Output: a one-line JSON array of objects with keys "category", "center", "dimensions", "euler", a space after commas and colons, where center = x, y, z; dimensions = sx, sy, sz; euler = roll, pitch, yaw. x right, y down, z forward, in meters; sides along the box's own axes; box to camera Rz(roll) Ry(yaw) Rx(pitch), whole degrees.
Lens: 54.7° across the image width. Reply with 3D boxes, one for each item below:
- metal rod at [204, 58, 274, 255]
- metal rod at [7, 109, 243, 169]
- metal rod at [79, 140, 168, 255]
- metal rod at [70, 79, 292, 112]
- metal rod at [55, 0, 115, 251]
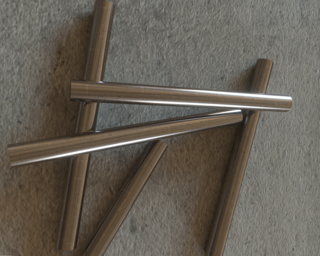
[{"category": "metal rod", "center": [0.117, 0.042, 0.453], "dimensions": [0.025, 0.025, 0.299], "euler": [19, 84, -20]}, {"category": "metal rod", "center": [-0.020, 0.006, 0.383], "dimensions": [0.303, 0.025, 0.025], "euler": [-10, 94, -27]}, {"category": "metal rod", "center": [-0.076, 0.144, 0.381], "dimensions": [0.025, 0.025, 0.300], "euler": [35, 79, -17]}, {"category": "metal rod", "center": [0.042, -0.039, 0.397], "dimensions": [0.303, 0.025, 0.025], "euler": [1, 90, -21]}, {"category": "metal rod", "center": [-0.090, -0.006, 0.376], "dimensions": [0.025, 0.025, 0.298], "euler": [10, 87, -20]}]
